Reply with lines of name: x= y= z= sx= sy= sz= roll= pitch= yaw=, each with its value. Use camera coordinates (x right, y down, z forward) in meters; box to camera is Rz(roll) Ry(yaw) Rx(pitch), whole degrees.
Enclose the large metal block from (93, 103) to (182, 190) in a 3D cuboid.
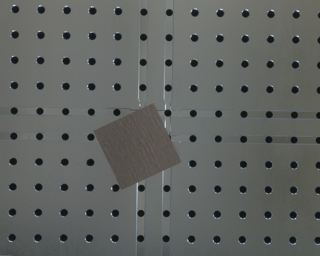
large metal block: x=-0.027 y=0.022 z=0.401 sx=0.080 sy=0.050 sz=0.080 roll=-25 pitch=90 yaw=-1
